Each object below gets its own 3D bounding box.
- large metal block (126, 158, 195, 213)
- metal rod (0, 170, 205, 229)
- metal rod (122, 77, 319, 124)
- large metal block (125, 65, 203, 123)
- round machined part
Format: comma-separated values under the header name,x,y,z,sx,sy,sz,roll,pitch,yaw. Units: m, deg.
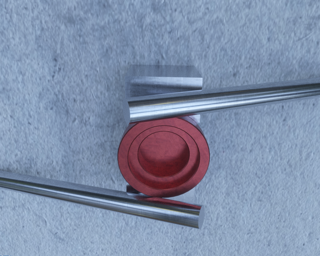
name,x,y,z,sx,sy,sz,roll,pitch,yaw
large metal block,0.000,0.069,0.407,0.081,0.080,0.050,1,110,-1
metal rod,-0.095,0.082,0.381,0.301,0.025,0.025,5,112,22
metal rod,0.108,-0.036,0.342,0.303,0.025,0.025,-8,112,-21
large metal block,0.003,-0.043,0.366,0.081,0.080,0.050,1,110,-1
round machined part,0.004,0.026,0.349,0.099,0.042,0.097,0,110,-1
